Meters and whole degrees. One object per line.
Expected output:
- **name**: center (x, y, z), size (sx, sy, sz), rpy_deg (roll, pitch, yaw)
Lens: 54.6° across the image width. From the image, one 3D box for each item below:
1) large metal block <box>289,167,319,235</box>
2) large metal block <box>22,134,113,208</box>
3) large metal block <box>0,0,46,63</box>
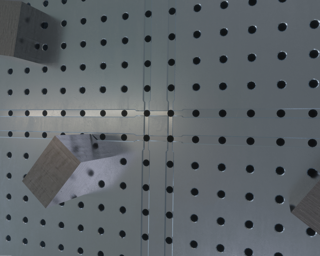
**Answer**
- **large metal block**: center (0.199, 0.081, 0.329), size (0.080, 0.050, 0.080), rpy_deg (39, 102, 16)
- **large metal block**: center (-0.124, 0.055, 0.428), size (0.050, 0.080, 0.080), rpy_deg (43, 103, 15)
- **large metal block**: center (-0.234, -0.150, 0.483), size (0.080, 0.050, 0.080), rpy_deg (11, 94, 19)
